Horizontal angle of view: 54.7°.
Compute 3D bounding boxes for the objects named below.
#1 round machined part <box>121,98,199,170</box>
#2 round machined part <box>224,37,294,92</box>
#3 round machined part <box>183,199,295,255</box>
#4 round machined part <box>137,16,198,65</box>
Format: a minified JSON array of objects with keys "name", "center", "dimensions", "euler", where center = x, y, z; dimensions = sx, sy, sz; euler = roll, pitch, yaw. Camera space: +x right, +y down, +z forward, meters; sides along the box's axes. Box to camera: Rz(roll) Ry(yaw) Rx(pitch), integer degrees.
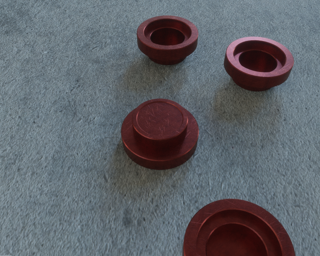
[{"name":"round machined part","center":[0.000,0.000,0.392],"dimensions":[0.099,0.042,0.098],"euler":[0,50,0]},{"name":"round machined part","center":[0.146,-0.093,0.471],"dimensions":[0.099,0.042,0.098],"euler":[0,50,0]},{"name":"round machined part","center":[0.070,0.120,0.291],"dimensions":[0.099,0.042,0.098],"euler":[0,50,0]},{"name":"round machined part","center":[0.012,-0.141,0.510],"dimensions":[0.099,0.042,0.098],"euler":[0,50,0]}]
